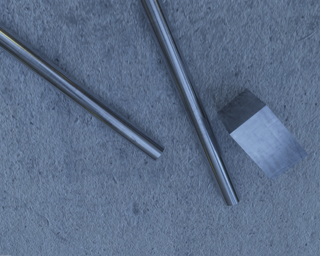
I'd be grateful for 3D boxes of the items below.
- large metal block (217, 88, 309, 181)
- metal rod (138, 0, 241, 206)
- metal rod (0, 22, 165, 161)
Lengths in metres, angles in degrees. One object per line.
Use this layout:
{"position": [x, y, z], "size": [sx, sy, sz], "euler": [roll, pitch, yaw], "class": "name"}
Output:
{"position": [0.122, 0.005, 0.383], "size": [0.050, 0.080, 0.080], "euler": [-41, 105, 13], "class": "large metal block"}
{"position": [0.045, -0.024, 0.401], "size": [0.025, 0.025, 0.299], "euler": [-22, 109, 8], "class": "metal rod"}
{"position": [-0.118, -0.055, 0.388], "size": [0.301, 0.025, 0.025], "euler": [38, 106, -13], "class": "metal rod"}
